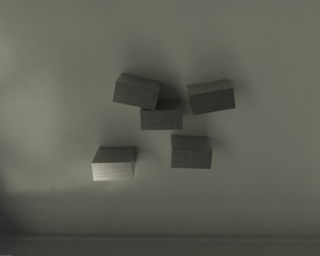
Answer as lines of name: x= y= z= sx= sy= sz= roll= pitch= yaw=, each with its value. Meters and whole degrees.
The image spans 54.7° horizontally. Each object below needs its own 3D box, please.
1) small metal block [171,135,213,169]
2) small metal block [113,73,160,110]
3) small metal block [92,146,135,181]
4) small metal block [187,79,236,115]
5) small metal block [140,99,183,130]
small metal block: x=0.039 y=0.031 z=0.409 sx=0.050 sy=0.050 sz=0.025 roll=2 pitch=110 yaw=-1
small metal block: x=-0.028 y=-0.046 z=0.381 sx=0.050 sy=0.050 sz=0.025 roll=11 pitch=110 yaw=-4
small metal block: x=-0.060 y=0.046 z=0.414 sx=0.050 sy=0.050 sz=0.025 roll=-1 pitch=110 yaw=0
small metal block: x=0.062 y=-0.039 z=0.384 sx=0.050 sy=0.050 sz=0.025 roll=-10 pitch=110 yaw=3
small metal block: x=0.002 y=-0.018 z=0.391 sx=0.050 sy=0.050 sz=0.025 roll=-1 pitch=110 yaw=0
